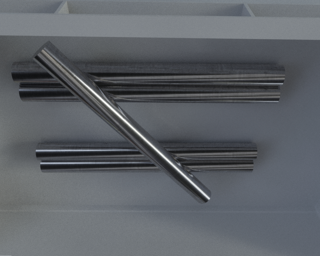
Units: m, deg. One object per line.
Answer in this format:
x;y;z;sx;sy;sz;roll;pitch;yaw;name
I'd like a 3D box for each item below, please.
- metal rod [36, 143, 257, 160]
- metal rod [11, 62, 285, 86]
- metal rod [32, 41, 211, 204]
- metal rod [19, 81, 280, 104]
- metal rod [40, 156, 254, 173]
-0.018;0.033;0.434;0.302;0.025;0.025;0;130;-1;metal rod
-0.012;-0.062;0.354;0.302;0.025;0.025;0;130;-1;metal rod
-0.026;0.012;0.385;0.025;0.025;0.300;-31;124;23;metal rod
-0.011;-0.043;0.370;0.302;0.025;0.025;0;130;-1;metal rod
-0.018;0.052;0.451;0.302;0.025;0.025;0;130;-1;metal rod
